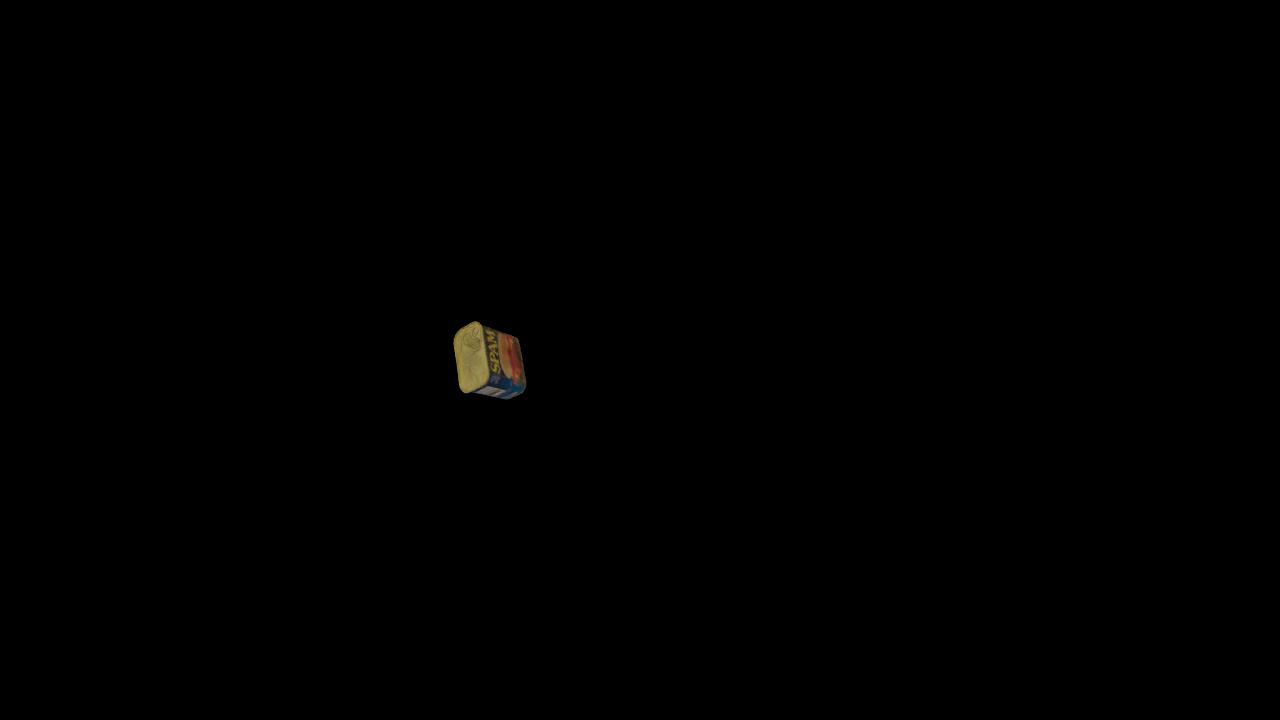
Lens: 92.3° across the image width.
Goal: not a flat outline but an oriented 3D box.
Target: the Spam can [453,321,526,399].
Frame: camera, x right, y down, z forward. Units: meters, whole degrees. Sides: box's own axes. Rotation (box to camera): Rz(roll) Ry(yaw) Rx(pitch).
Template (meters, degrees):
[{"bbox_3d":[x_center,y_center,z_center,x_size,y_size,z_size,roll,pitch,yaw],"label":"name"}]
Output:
[{"bbox_3d":[-0.219,0.004,0.903,0.058,0.101,0.085,-23,-23,24],"label":"Spam can"}]
